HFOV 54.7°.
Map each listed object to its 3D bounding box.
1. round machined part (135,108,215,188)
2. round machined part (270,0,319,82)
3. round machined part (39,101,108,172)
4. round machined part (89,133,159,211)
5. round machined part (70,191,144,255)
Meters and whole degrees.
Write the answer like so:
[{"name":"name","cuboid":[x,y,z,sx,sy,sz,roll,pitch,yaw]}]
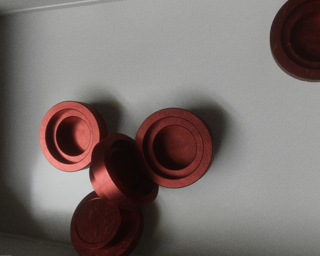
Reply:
[{"name":"round machined part","cuboid":[0.021,0.024,0.392,0.098,0.042,0.097,0,89,18]},{"name":"round machined part","cuboid":[0.173,-0.099,0.341,0.098,0.042,0.097,0,90,19]},{"name":"round machined part","cuboid":[-0.118,0.011,0.442,0.098,0.042,0.097,0,90,19]},{"name":"round machined part","cuboid":[-0.049,0.058,0.389,0.042,0.098,0.098,-34,79,24]},{"name":"round machined part","cuboid":[-0.075,0.125,0.407,0.098,0.042,0.098,-7,62,15]}]
